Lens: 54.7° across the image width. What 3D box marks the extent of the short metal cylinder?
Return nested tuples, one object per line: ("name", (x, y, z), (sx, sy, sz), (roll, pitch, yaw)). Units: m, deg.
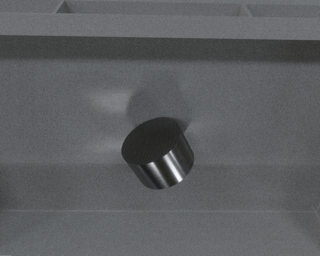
("short metal cylinder", (-0.002, 0.032, 0.400), (0.080, 0.080, 0.050), (-18, 128, 14))
